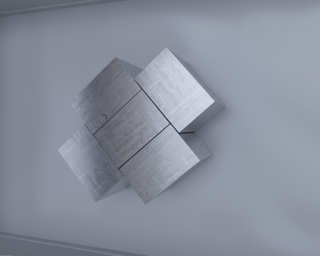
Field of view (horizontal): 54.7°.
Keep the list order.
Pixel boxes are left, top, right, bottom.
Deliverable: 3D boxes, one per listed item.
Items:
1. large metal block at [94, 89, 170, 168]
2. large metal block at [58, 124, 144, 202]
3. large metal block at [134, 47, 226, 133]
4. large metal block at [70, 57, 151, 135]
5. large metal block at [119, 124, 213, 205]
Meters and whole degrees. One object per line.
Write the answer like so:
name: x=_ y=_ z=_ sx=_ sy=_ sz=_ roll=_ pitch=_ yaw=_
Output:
large metal block: x=-0.020 y=0.001 z=0.387 sx=0.080 sy=0.080 sz=0.050 roll=-42 pitch=77 yaw=15
large metal block: x=-0.070 y=0.041 z=0.404 sx=0.050 sy=0.080 sz=0.080 roll=-42 pitch=77 yaw=15
large metal block: x=0.027 y=-0.042 z=0.370 sx=0.050 sy=0.080 sz=0.080 roll=-42 pitch=77 yaw=15
large metal block: x=-0.051 y=-0.037 z=0.397 sx=0.080 sy=0.080 sz=0.050 roll=-42 pitch=77 yaw=15
large metal block: x=0.011 y=0.040 z=0.376 sx=0.080 sy=0.080 sz=0.050 roll=-42 pitch=77 yaw=15
